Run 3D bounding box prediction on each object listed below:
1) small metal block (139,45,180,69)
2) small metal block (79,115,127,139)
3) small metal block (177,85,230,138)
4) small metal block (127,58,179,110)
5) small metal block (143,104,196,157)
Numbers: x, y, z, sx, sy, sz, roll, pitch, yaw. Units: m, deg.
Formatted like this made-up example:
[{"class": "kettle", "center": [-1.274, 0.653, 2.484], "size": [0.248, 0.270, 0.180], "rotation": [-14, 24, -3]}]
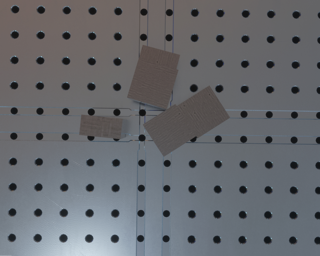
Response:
[{"class": "small metal block", "center": [-0.005, -0.077, 0.413], "size": [0.050, 0.025, 0.050], "rotation": [15, 90, -1]}, {"class": "small metal block", "center": [-0.072, -0.002, 0.400], "size": [0.050, 0.050, 0.025], "rotation": [6, 90, -1]}, {"class": "small metal block", "center": [0.056, -0.021, 0.414], "size": [0.050, 0.025, 0.050], "rotation": [-33, 90, -1]}, {"class": "small metal block", "center": [-0.009, -0.054, 0.388], "size": [0.050, 0.025, 0.050], "rotation": [17, 90, -1]}, {"class": "small metal block", "center": [0.012, 0.003, 0.414], "size": [0.050, 0.025, 0.050], "rotation": [-33, 90, 0]}]
